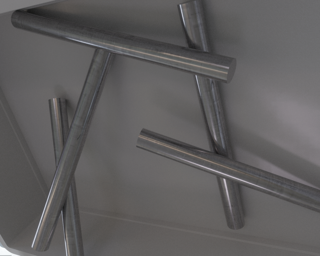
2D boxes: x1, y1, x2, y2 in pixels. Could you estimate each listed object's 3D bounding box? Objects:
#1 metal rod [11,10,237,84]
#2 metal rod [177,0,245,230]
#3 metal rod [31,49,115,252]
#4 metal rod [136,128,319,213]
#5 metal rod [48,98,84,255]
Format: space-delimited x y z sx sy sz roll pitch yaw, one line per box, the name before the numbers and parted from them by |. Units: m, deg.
metal rod | -0.061 -0.101 0.358 0.301 0.025 0.025 19 126 24
metal rod | 0.068 0.003 0.374 0.025 0.025 0.298 -2 118 29
metal rod | -0.121 0.037 0.419 0.025 0.025 0.298 25 103 13
metal rod | 0.117 0.061 0.359 0.301 0.025 0.025 19 126 7
metal rod | -0.135 0.105 0.458 0.025 0.025 0.298 -10 86 32
